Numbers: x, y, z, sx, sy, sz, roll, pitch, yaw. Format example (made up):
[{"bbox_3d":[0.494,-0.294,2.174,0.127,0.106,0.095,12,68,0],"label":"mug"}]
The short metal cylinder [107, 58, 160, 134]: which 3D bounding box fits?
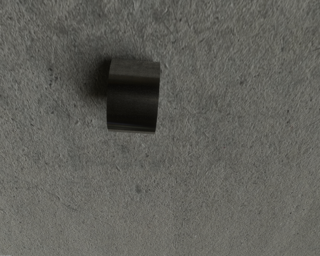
[{"bbox_3d":[-0.028,-0.034,0.342,0.050,0.080,0.080,4,130,-3],"label":"short metal cylinder"}]
